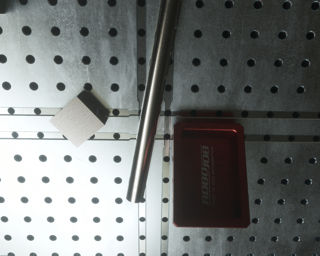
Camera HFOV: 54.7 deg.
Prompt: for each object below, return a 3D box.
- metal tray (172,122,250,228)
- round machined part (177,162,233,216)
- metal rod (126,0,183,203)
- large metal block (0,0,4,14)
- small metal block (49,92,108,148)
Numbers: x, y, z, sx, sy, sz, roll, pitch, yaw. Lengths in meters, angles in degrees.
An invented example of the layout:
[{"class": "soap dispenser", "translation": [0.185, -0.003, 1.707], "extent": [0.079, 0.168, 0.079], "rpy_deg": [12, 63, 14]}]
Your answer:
[{"class": "metal tray", "translation": [0.062, 0.059, 0.393], "extent": [0.091, 0.030, 0.129], "rpy_deg": [1, 72, -1]}, {"class": "round machined part", "translation": [0.071, 0.090, 0.439], "extent": [0.099, 0.042, 0.097], "rpy_deg": [0, 110, -1]}, {"class": "metal rod", "translation": [-0.009, -0.035, 0.400], "extent": [0.025, 0.025, 0.298], "rpy_deg": [10, 110, -4]}, {"class": "large metal block", "translation": [-0.223, -0.153, 0.325], "extent": [0.081, 0.080, 0.050], "rpy_deg": [9, 110, -4]}, {"class": "small metal block", "translation": [-0.106, -0.011, 0.408], "extent": [0.050, 0.025, 0.050], "rpy_deg": [-38, 106, 12]}]
